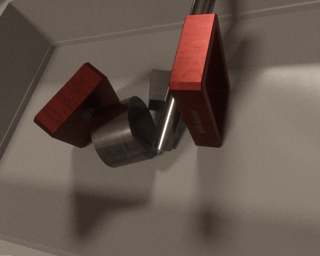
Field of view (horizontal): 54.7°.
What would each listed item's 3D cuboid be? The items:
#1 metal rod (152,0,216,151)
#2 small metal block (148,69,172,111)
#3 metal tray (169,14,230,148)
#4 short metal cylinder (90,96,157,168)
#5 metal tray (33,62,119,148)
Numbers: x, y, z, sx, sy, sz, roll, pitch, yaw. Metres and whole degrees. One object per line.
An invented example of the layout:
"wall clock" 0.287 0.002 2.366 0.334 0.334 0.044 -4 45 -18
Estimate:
"metal rod" 0.043 -0.117 0.365 0.025 0.025 0.298 22 100 36
"small metal block" 0.012 -0.049 0.414 0.050 0.025 0.050 6 59 -5
"metal tray" 0.049 -0.045 0.337 0.030 0.130 0.090 4 64 21
"short metal cylinder" -0.043 0.005 0.388 0.050 0.080 0.080 -16 56 19
"metal tray" -0.099 -0.023 0.404 0.030 0.130 0.090 39 83 6
